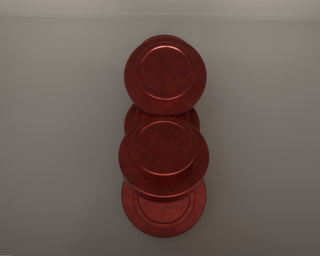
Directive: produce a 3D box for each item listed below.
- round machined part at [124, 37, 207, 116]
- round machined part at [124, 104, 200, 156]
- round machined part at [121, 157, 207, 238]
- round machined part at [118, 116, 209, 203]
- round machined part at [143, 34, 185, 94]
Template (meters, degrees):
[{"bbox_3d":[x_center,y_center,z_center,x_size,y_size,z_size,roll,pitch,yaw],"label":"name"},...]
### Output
[{"bbox_3d":[0.006,-0.062,0.367,0.099,0.042,0.097,0,82,0],"label":"round machined part"},{"bbox_3d":[0.003,-0.004,0.401,0.099,0.042,0.098,0,69,0],"label":"round machined part"},{"bbox_3d":[0.004,0.077,0.356,0.099,0.042,0.097,0,85,0],"label":"round machined part"},{"bbox_3d":[0.004,0.027,0.335,0.099,0.042,0.098,0,59,0],"label":"round machined part"},{"bbox_3d":[0.006,-0.089,0.420,0.099,0.042,0.098,0,54,0],"label":"round machined part"}]
